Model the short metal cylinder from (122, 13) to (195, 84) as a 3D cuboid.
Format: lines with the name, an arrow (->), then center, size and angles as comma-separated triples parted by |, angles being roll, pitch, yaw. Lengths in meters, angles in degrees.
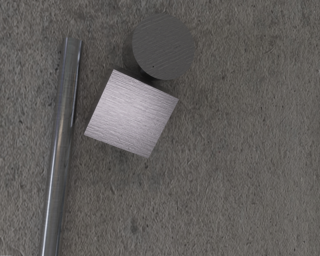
short metal cylinder -> -0.003, -0.098, 0.395 | 0.081, 0.050, 0.080 | 0, 90, -20

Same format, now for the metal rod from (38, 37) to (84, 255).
metal rod -> -0.118, 0.044, 0.365 | 0.025, 0.025, 0.298 | 6, 88, -20

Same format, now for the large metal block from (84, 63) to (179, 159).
large metal block -> -0.036, -0.021, 0.369 | 0.080, 0.050, 0.080 | 23, 103, -19
